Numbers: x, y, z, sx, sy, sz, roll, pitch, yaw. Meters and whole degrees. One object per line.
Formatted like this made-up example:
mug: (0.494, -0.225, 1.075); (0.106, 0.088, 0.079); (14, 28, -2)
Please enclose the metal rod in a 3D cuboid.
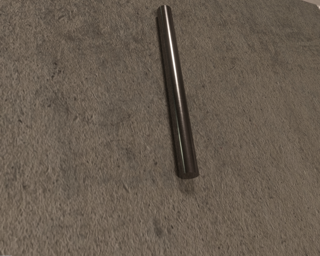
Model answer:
metal rod: (0.022, -0.070, 0.460); (0.025, 0.025, 0.299); (8, 58, -25)
